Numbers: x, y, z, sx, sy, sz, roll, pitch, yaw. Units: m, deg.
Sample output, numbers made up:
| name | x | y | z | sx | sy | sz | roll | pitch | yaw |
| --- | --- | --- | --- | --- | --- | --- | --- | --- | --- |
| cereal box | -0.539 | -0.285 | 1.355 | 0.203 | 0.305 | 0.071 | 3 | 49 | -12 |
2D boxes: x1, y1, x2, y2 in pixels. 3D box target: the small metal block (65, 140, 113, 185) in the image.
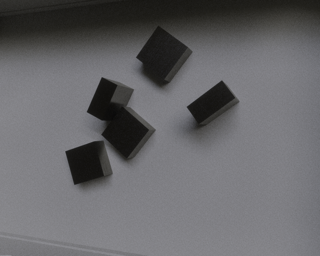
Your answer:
| name | x | y | z | sx | sy | sz | roll | pitch | yaw |
| --- | --- | --- | --- | --- | --- | --- | --- | --- | --- |
| small metal block | -0.102 | 0.049 | 0.445 | 0.050 | 0.025 | 0.050 | -19 | 84 | 18 |

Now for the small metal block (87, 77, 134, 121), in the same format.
| name | x | y | z | sx | sy | sz | roll | pitch | yaw |
| --- | --- | --- | --- | --- | --- | --- | --- | --- | --- |
| small metal block | -0.066 | -0.037 | 0.419 | 0.025 | 0.050 | 0.050 | 28 | 99 | 17 |

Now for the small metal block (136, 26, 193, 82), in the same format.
| name | x | y | z | sx | sy | sz | roll | pitch | yaw |
| --- | --- | --- | --- | --- | --- | --- | --- | --- | --- |
| small metal block | 0.006 | -0.097 | 0.408 | 0.050 | 0.025 | 0.050 | 40 | 102 | 15 |

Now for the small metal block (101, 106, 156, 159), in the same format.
| name | x | y | z | sx | sy | sz | roll | pitch | yaw |
| --- | --- | --- | --- | --- | --- | --- | --- | --- | --- |
| small metal block | -0.043 | 0.006 | 0.425 | 0.050 | 0.025 | 0.050 | 41 | 103 | 15 |

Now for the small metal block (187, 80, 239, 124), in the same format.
| name | x | y | z | sx | sy | sz | roll | pitch | yaw |
| --- | --- | --- | --- | --- | --- | --- | --- | --- | --- |
| small metal block | 0.065 | -0.029 | 0.374 | 0.050 | 0.050 | 0.025 | -37 | 79 | 16 |
